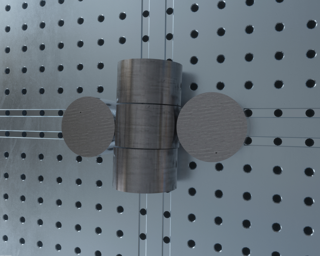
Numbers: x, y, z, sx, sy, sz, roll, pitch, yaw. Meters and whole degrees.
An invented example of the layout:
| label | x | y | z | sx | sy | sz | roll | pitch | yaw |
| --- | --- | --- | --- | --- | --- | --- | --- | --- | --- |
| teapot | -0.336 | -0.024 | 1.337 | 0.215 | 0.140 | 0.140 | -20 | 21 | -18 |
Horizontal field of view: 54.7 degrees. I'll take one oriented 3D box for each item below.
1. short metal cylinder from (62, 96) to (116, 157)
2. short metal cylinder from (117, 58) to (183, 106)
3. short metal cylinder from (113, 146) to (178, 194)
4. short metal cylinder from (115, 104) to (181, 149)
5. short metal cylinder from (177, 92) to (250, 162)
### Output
| label | x | y | z | sx | sy | sz | roll | pitch | yaw |
| --- | --- | --- | --- | --- | --- | --- | --- | --- | --- |
| short metal cylinder | -0.086 | -0.002 | 0.428 | 0.080 | 0.050 | 0.079 | 0 | 90 | 19 |
| short metal cylinder | -0.013 | -0.054 | 0.386 | 0.080 | 0.080 | 0.050 | 3 | 91 | 19 |
| short metal cylinder | -0.018 | 0.048 | 0.388 | 0.080 | 0.080 | 0.050 | 1 | 91 | 19 |
| short metal cylinder | -0.015 | -0.002 | 0.387 | 0.080 | 0.080 | 0.050 | 2 | 91 | 19 |
| short metal cylinder | 0.066 | -0.001 | 0.375 | 0.080 | 0.050 | 0.079 | 0 | 90 | 19 |
